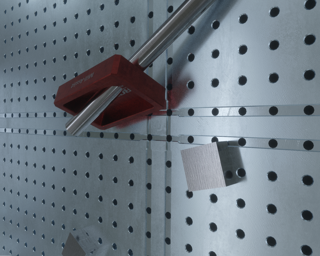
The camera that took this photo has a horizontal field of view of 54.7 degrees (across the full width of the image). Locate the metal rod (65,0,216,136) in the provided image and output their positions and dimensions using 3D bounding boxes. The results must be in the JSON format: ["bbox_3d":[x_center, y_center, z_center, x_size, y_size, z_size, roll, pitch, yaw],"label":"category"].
[{"bbox_3d":[-0.020,-0.090,0.393,0.299,0.025,0.025,-41,65,21],"label":"metal rod"}]

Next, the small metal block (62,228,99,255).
[{"bbox_3d":[-0.135,0.208,0.522,0.050,0.025,0.050,37,113,33],"label":"small metal block"}]

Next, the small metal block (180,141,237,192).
[{"bbox_3d":[0.056,0.045,0.363,0.050,0.025,0.050,-18,79,38],"label":"small metal block"}]

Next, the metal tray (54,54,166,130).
[{"bbox_3d":[-0.069,-0.042,0.421,0.130,0.090,0.030,-17,54,38],"label":"metal tray"}]
